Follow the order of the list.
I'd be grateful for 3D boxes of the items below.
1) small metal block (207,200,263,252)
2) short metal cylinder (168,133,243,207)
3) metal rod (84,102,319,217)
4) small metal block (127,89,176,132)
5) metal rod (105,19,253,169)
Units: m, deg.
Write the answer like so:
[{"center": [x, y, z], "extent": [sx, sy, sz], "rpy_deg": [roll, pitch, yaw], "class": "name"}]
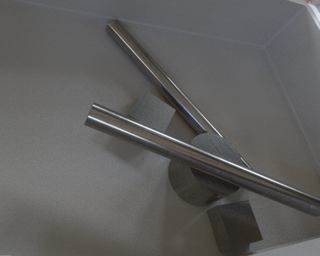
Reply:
[{"center": [0.092, 0.120, 0.384], "extent": [0.050, 0.025, 0.050], "rpy_deg": [-1, 62, -29], "class": "small metal block"}, {"center": [0.058, 0.053, 0.390], "extent": [0.081, 0.050, 0.080], "rpy_deg": [14, 56, -21], "class": "short metal cylinder"}, {"center": [0.063, 0.042, 0.350], "extent": [0.302, 0.025, 0.025], "rpy_deg": [23, 53, -15], "class": "metal rod"}, {"center": [-0.014, -0.015, 0.409], "extent": [0.050, 0.025, 0.050], "rpy_deg": [33, 51, -7], "class": "small metal block"}, {"center": [0.027, -0.040, 0.446], "extent": [0.300, 0.025, 0.025], "rpy_deg": [49, 51, 6], "class": "metal rod"}]
